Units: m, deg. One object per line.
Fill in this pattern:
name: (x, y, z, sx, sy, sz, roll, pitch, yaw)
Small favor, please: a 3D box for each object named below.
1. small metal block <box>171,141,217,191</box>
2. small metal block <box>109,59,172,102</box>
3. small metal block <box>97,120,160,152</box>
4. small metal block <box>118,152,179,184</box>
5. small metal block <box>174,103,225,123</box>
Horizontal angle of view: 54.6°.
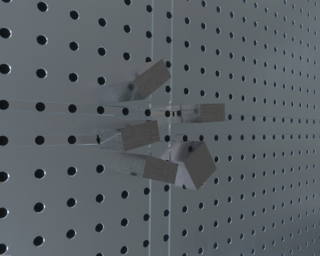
small metal block: (0.050, 0.054, 0.450, 0.050, 0.025, 0.050, -40, 114, -33)
small metal block: (-0.023, -0.056, 0.372, 0.050, 0.050, 0.025, -43, 116, -31)
small metal block: (-0.037, 0.008, 0.361, 0.050, 0.050, 0.025, -15, 100, -39)
small metal block: (-0.014, 0.049, 0.380, 0.050, 0.050, 0.025, 20, 78, -38)
small metal block: (0.056, -0.021, 0.438, 0.050, 0.050, 0.025, -5, 93, -40)
